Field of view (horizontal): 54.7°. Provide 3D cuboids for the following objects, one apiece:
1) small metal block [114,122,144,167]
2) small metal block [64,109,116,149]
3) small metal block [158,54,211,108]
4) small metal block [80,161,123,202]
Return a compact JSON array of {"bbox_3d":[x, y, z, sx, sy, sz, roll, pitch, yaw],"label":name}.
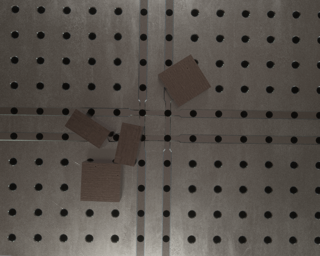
[{"bbox_3d":[-0.039,0.020,0.400,0.025,0.050,0.050,12,90,0],"label":"small metal block"},{"bbox_3d":[-0.088,0.001,0.400,0.050,0.050,0.025,34,90,-1],"label":"small metal block"},{"bbox_3d":[0.032,-0.062,0.414,0.050,0.025,0.050,-32,90,-1],"label":"small metal block"},{"bbox_3d":[-0.077,0.070,0.412,0.050,0.025,0.050,3,90,-1],"label":"small metal block"}]
